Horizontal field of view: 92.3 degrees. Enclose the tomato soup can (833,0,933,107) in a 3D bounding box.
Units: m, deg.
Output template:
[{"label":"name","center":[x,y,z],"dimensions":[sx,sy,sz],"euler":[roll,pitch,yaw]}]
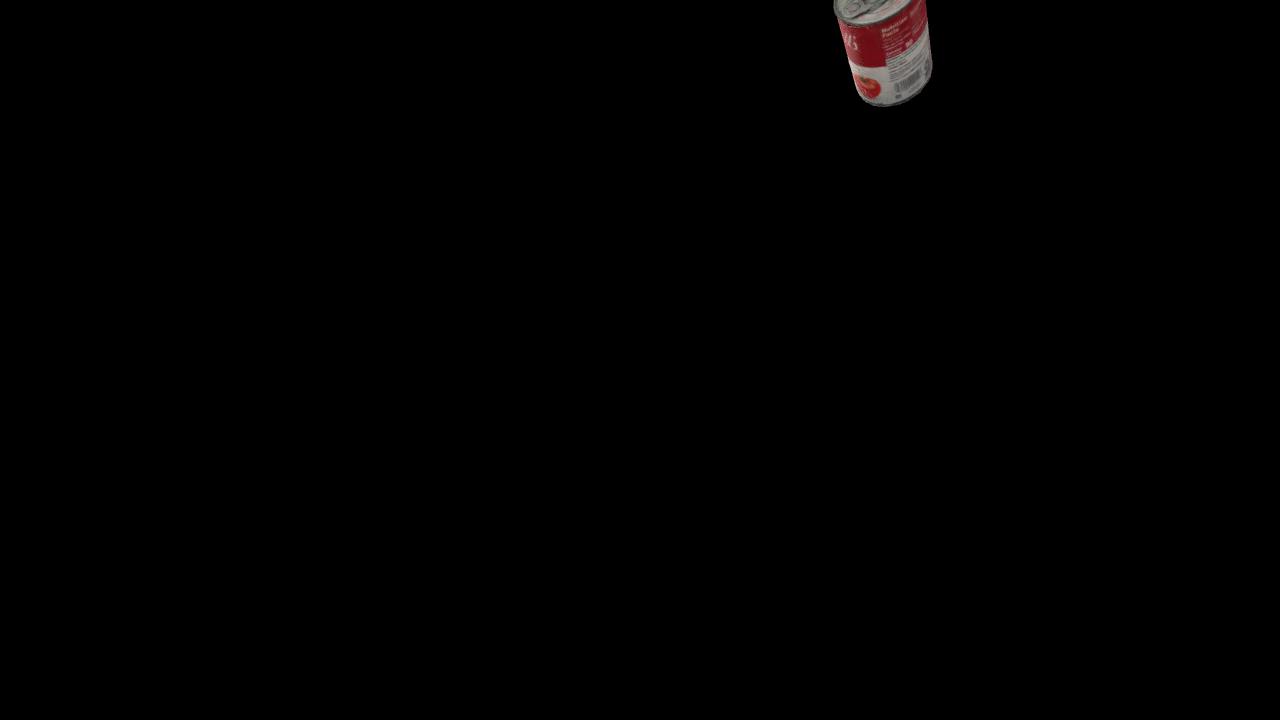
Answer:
[{"label":"tomato soup can","center":[0.210,-0.276,0.524],"dimensions":[0.068,0.068,0.101],"euler":[0,-19,30]}]
